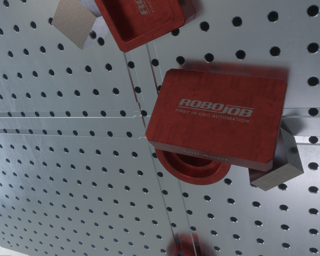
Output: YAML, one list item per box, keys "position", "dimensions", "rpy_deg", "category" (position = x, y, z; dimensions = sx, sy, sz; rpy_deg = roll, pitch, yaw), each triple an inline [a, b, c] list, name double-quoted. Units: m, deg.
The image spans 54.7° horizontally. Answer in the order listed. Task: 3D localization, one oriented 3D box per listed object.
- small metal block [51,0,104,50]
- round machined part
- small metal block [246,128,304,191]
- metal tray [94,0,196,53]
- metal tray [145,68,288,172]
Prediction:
- position: [-0.099, -0.134, 0.380]
  dimensions: [0.050, 0.025, 0.050]
  rpy_deg: [41, 129, 0]
  category: "small metal block"
- position: [0.046, 0.020, 0.389]
  dimensions: [0.098, 0.042, 0.097]
  rpy_deg: [13, 124, 21]
  category: "round machined part"
- position: [0.126, 0.035, 0.346]
  dimensions: [0.025, 0.050, 0.050]
  rpy_deg: [30, 133, -22]
  category: "small metal block"
- position: [-0.030, -0.157, 0.326]
  dimensions: [0.090, 0.030, 0.130]
  rpy_deg: [-15, 111, 34]
  category: "metal tray"
- position: [0.059, -0.013, 0.330]
  dimensions: [0.130, 0.090, 0.030]
  rpy_deg: [10, 160, 22]
  category: "metal tray"
